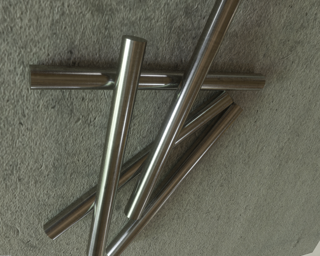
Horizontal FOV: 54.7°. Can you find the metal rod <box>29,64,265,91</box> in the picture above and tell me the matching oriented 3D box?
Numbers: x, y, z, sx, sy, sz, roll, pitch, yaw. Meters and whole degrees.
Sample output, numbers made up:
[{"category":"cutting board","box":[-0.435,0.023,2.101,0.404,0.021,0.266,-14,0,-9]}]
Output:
[{"category":"metal rod","box":[0.006,-0.058,0.374,0.303,0.025,0.025,-3,120,-27]}]

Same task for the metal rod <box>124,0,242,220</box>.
[{"category":"metal rod","box":[0.019,-0.012,0.375,0.025,0.025,0.298,11,113,-33]}]

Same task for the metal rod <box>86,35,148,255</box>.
[{"category":"metal rod","box":[-0.057,0.043,0.367,0.025,0.025,0.298,-1,119,-28]}]

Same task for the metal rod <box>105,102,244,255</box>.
[{"category":"metal rod","box":[0.018,0.082,0.467,0.025,0.025,0.299,33,100,-38]}]

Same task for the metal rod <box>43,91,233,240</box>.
[{"category":"metal rod","box":[-0.027,0.047,0.420,0.301,0.025,0.025,-37,129,-3]}]
